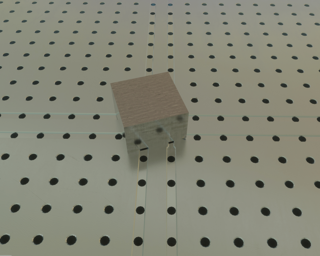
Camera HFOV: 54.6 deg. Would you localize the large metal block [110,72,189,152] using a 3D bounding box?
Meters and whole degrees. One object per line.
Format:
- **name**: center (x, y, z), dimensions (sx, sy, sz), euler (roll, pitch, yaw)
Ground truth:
- **large metal block**: center (-0.015, -0.023, 0.411), dimensions (0.081, 0.050, 0.080), euler (-13, 51, -11)
